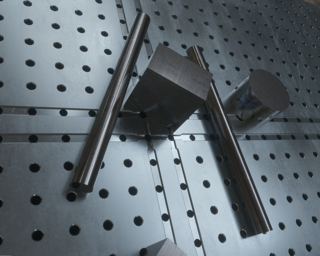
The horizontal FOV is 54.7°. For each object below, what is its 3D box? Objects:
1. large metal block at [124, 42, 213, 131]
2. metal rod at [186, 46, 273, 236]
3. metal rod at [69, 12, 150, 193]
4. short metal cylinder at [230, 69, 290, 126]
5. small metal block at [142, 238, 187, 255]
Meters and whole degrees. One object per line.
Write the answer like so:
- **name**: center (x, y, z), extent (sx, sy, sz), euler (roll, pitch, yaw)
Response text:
- **large metal block**: center (0.011, -0.051, 0.410), extent (0.080, 0.080, 0.050), euler (28, 52, -11)
- **metal rod**: center (0.094, 0.003, 0.456), extent (0.025, 0.025, 0.299), euler (-2, 63, -29)
- **metal rod**: center (-0.055, -0.056, 0.412), extent (0.025, 0.025, 0.300), euler (23, 53, -14)
- **short metal cylinder**: center (0.163, -0.049, 0.510), extent (0.081, 0.050, 0.080), euler (14, 56, -21)
- **small metal block**: center (-0.007, 0.140, 0.303), extent (0.025, 0.050, 0.050), euler (42, 51, 0)
